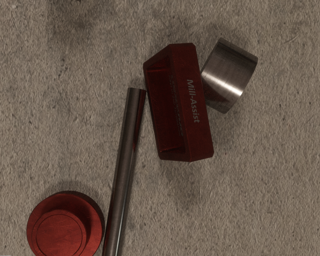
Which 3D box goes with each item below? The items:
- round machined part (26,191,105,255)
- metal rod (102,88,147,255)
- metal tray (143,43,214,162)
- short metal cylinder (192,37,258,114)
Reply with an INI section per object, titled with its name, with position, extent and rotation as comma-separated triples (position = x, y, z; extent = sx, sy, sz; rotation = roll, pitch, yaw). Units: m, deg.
[round machined part]
position = -0.124, 0.134, 0.400
extent = 0.099, 0.042, 0.097
rotation = 0, 90, -1
[metal rod]
position = -0.053, 0.096, 0.409
extent = 0.025, 0.025, 0.298
rotation = 9, 90, -1
[metal tray]
position = 0.019, -0.027, 0.375
extent = 0.030, 0.090, 0.129
rotation = -10, 90, -24
[short metal cylinder]
position = 0.077, -0.064, 0.384
extent = 0.050, 0.080, 0.080
rotation = 29, 90, -1
